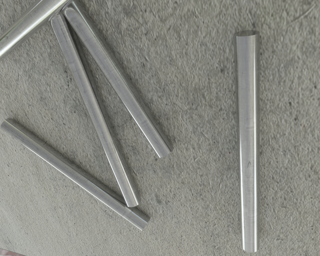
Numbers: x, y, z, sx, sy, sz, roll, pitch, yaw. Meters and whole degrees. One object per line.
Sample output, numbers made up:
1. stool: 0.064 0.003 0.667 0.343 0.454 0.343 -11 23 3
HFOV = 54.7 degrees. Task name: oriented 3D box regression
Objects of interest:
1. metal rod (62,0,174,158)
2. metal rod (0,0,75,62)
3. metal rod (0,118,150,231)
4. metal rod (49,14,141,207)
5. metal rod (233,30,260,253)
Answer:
1. metal rod: -0.071 -0.090 0.388 0.025 0.025 0.299 -23 106 36
2. metal rod: -0.153 -0.134 0.377 0.299 0.025 0.025 -13 112 42
3. metal rod: -0.147 0.077 0.531 0.301 0.025 0.025 35 129 5
4. metal rod: -0.085 -0.010 0.445 0.025 0.025 0.298 -4 117 30
5. metal rod: 0.107 0.037 0.373 0.025 0.025 0.298 5 121 26
